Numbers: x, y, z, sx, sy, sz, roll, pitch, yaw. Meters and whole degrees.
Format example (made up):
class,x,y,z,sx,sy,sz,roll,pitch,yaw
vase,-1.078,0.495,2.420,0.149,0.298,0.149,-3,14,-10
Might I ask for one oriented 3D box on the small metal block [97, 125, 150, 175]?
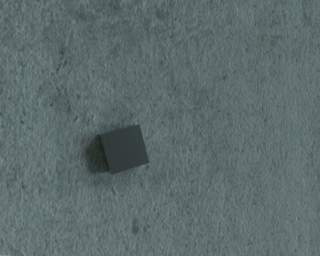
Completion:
class,x,y,z,sx,sy,sz,roll,pitch,yaw
small metal block,-0.046,0.026,0.392,0.050,0.025,0.050,-16,96,-19
